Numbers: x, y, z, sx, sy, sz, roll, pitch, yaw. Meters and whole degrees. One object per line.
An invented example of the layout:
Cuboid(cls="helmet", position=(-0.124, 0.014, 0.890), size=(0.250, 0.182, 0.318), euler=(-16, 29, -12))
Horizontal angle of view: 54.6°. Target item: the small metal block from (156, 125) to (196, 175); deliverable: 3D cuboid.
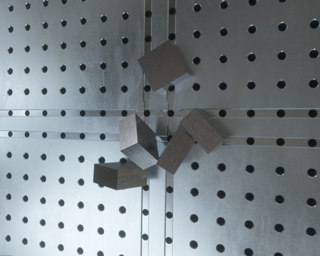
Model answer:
Cuboid(cls="small metal block", position=(0.022, 0.025, 0.389), size=(0.025, 0.050, 0.050), euler=(32, 101, 1))

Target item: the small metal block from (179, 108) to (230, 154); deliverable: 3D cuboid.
Cuboid(cls="small metal block", position=(0.056, 0.003, 0.380), size=(0.025, 0.050, 0.050), euler=(-45, 76, 14))

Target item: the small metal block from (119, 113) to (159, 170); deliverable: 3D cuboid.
Cuboid(cls="small metal block", position=(-0.027, 0.017, 0.399), size=(0.025, 0.050, 0.050), euler=(-26, 45, 18))

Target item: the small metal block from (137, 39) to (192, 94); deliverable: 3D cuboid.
Cuboid(cls="small metal block", position=(0.006, -0.080, 0.411), size=(0.050, 0.025, 0.050), euler=(-29, 81, 17))

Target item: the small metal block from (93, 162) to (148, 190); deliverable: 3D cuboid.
Cuboid(cls="small metal block", position=(-0.052, 0.062, 0.410), size=(0.050, 0.050, 0.025), euler=(6, 93, 43))
